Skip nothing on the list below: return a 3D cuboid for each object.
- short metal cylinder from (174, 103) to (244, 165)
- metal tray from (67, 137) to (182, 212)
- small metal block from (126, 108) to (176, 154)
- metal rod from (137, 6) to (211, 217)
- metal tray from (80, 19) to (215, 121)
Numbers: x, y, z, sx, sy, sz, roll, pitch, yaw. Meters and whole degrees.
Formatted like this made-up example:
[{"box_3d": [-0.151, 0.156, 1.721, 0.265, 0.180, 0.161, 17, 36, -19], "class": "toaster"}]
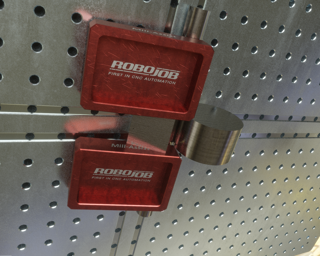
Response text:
[{"box_3d": [0.063, 0.006, 0.410, 0.081, 0.080, 0.050, 0, 119, -29], "class": "short metal cylinder"}, {"box_3d": [-0.047, 0.062, 0.399, 0.131, 0.030, 0.089, 6, 116, -18], "class": "metal tray"}, {"box_3d": [-0.010, -0.001, 0.386, 0.050, 0.025, 0.050, 15, 114, -1], "class": "small metal block"}, {"box_3d": [0.011, -0.004, 0.410, 0.025, 0.025, 0.298, 0, 118, -29], "class": "metal rod"}, {"box_3d": [-0.016, -0.060, 0.340, 0.131, 0.030, 0.089, 6, 116, -18], "class": "metal tray"}]
